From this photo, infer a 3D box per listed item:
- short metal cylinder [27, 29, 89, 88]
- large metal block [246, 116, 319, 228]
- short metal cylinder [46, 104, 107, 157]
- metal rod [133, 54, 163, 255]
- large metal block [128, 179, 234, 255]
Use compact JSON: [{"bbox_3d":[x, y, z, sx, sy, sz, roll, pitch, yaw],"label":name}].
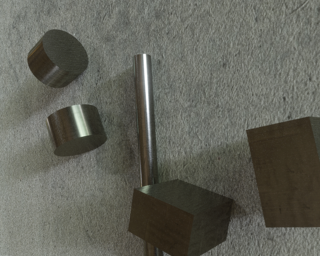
[{"bbox_3d":[-0.166,-0.112,0.506,0.050,0.081,0.080,-29,72,36],"label":"short metal cylinder"},{"bbox_3d":[0.123,0.035,0.268,0.050,0.081,0.080,-16,80,39],"label":"large metal block"},{"bbox_3d":[-0.127,0.005,0.474,0.080,0.081,0.050,-33,70,35],"label":"short metal cylinder"},{"bbox_3d":[-0.016,0.051,0.417,0.025,0.025,0.298,-6,86,40],"label":"metal rod"},{"bbox_3d":[0.024,0.098,0.349,0.080,0.081,0.050,14,99,39],"label":"large metal block"}]
